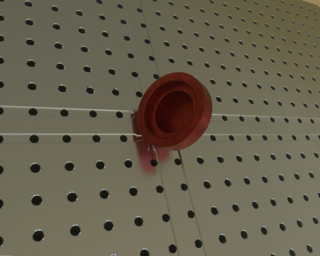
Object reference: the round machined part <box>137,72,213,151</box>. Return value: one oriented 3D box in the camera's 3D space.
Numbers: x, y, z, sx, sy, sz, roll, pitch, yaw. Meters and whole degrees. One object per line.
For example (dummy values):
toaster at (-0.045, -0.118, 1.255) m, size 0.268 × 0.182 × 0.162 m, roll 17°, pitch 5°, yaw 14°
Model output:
round machined part at (0.022, -0.018, 0.396) m, size 0.042 × 0.098 × 0.098 m, roll 28°, pitch 44°, yaw -52°
